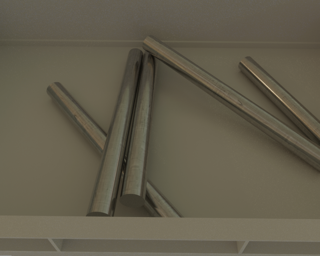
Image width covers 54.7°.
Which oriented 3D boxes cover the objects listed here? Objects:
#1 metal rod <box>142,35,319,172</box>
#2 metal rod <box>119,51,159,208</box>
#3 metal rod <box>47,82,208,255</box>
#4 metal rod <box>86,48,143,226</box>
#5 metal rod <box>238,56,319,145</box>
[{"bbox_3d":[0.092,-0.044,0.422,0.300,0.025,0.025,39,60,21],"label":"metal rod"},{"bbox_3d":[-0.020,-0.032,0.412,0.025,0.025,0.300,2,44,2],"label":"metal rod"},{"bbox_3d":[-0.058,0.032,0.377,0.025,0.025,0.300,-32,57,-24],"label":"metal rod"},{"bbox_3d":[-0.047,-0.018,0.394,0.025,0.025,0.300,2,43,2],"label":"metal rod"},{"bbox_3d":[0.201,0.000,0.405,0.025,0.025,0.300,-20,53,-16],"label":"metal rod"}]
